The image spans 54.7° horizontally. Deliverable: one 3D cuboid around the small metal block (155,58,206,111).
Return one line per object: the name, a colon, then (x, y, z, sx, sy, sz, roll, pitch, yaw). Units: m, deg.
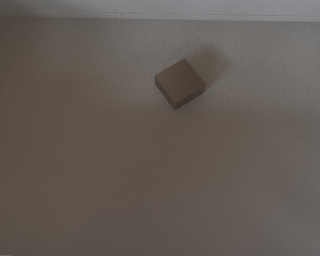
small metal block: (0.028, -0.061, 0.432, 0.050, 0.025, 0.050, -32, 73, -11)
